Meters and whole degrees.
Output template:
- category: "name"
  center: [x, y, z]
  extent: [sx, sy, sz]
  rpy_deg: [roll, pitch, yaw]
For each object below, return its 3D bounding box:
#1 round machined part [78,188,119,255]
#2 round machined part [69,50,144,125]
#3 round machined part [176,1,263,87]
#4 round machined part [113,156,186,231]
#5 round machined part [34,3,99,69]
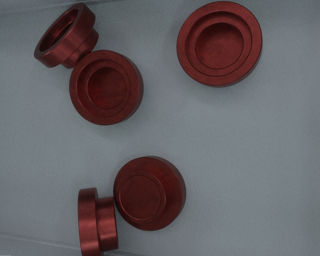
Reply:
- category: "round machined part"
  center: [-0.079, 0.126, 0.405]
  extent: [0.042, 0.098, 0.097]
  rpy_deg: [-6, 88, -9]
- category: "round machined part"
  center: [-0.069, -0.054, 0.420]
  extent: [0.098, 0.042, 0.097]
  rpy_deg: [2, 96, 15]
- category: "round machined part"
  center: [0.073, -0.097, 0.375]
  extent: [0.098, 0.042, 0.097]
  rpy_deg: [0, 90, 19]
- category: "round machined part"
  center: [-0.018, 0.087, 0.407]
  extent: [0.098, 0.042, 0.097]
  rpy_deg: [0, 90, 19]
- category: "round machined part"
  center: [-0.123, -0.121, 0.426]
  extent: [0.098, 0.042, 0.098]
  rpy_deg: [-25, 43, 27]
